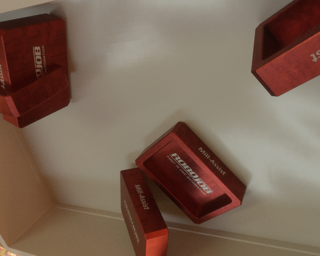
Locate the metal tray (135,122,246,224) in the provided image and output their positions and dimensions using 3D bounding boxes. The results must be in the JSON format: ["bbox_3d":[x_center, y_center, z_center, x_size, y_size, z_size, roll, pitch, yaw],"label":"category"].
[{"bbox_3d":[0.040,0.065,0.424,0.130,0.030,0.090,46,129,-4],"label":"metal tray"}]

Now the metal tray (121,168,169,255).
[{"bbox_3d":[-0.027,0.131,0.446,0.030,0.130,0.089,-9,125,-18],"label":"metal tray"}]

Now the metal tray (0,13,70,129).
[{"bbox_3d":[-0.165,-0.074,0.405,0.030,0.091,0.129,24,127,23],"label":"metal tray"}]

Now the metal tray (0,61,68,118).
[{"bbox_3d":[-0.204,-0.061,0.424,0.130,0.090,0.030,14,130,30],"label":"metal tray"}]

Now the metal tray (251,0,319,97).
[{"bbox_3d":[0.136,-0.087,0.237,0.030,0.090,0.130,43,130,-19],"label":"metal tray"}]
